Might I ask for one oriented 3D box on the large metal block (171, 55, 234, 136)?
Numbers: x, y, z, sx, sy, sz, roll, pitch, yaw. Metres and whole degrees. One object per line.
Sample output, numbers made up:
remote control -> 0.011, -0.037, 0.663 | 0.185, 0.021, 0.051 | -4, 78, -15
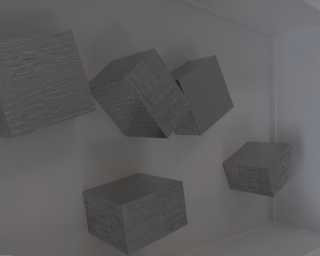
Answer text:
large metal block -> 0.048, -0.045, 0.431 | 0.080, 0.050, 0.080 | -38, 113, -33

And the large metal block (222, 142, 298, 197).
large metal block -> 0.164, 0.064, 0.508 | 0.081, 0.080, 0.050 | -31, 110, -36

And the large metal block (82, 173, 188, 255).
large metal block -> -0.028, 0.090, 0.347 | 0.081, 0.080, 0.050 | -13, 98, -39

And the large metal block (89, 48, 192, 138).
large metal block -> -0.025, -0.035, 0.350 | 0.050, 0.080, 0.080 | -51, 120, -28

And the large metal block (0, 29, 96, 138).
large metal block -> -0.118, -0.042, 0.291 | 0.081, 0.050, 0.080 | -24, 105, -37
